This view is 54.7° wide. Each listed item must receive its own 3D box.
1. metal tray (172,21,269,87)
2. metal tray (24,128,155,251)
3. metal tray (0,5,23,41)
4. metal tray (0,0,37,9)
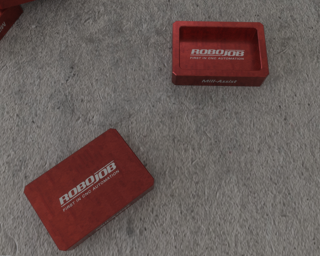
[{"bbox_3d":[0.083,-0.107,0.444,0.131,0.030,0.090,1,70,0],"label":"metal tray"},{"bbox_3d":[-0.083,0.072,0.378,0.131,0.030,0.090,-36,74,-12],"label":"metal tray"},{"bbox_3d":[-0.282,-0.155,0.460,0.090,0.030,0.130,25,72,8],"label":"metal tray"},{"bbox_3d":[-0.199,-0.233,0.467,0.131,0.030,0.090,-29,65,-25],"label":"metal tray"}]
